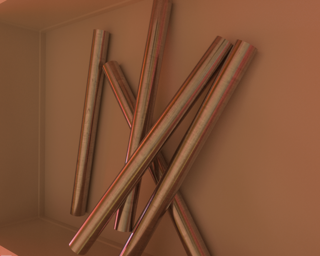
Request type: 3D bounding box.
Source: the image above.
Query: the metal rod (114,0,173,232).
[{"bbox_3d":[-0.021,-0.020,0.396,0.025,0.025,0.298,8,87,39],"label":"metal rod"}]

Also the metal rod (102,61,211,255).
[{"bbox_3d":[-0.012,0.033,0.414,0.025,0.025,0.299,-40,66,32],"label":"metal rod"}]

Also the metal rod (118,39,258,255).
[{"bbox_3d":[0.025,0.041,0.360,0.025,0.025,0.298,36,104,34],"label":"metal rod"}]

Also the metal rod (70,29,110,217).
[{"bbox_3d":[-0.113,-0.004,0.497,0.025,0.025,0.298,15,100,38],"label":"metal rod"}]

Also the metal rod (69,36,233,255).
[{"bbox_3d":[-0.013,0.025,0.362,0.025,0.025,0.299,40,97,32],"label":"metal rod"}]
